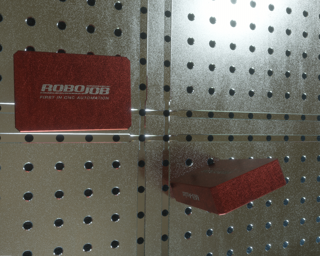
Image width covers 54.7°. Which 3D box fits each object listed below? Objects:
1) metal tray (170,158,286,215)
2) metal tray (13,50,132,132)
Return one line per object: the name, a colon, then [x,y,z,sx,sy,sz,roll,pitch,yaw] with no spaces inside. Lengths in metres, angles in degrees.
metal tray: [0.077,0.067,0.385,0.091,0.130,0.030,-19,90,-19]
metal tray: [-0.102,-0.042,0.373,0.131,0.030,0.089,-1,91,-21]
